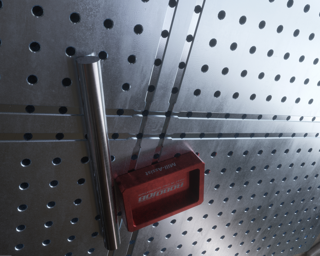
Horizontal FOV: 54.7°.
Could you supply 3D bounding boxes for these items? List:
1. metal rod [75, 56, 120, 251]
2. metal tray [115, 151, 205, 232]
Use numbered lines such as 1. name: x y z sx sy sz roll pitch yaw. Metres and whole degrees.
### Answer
1. metal rod: -0.075 0.054 0.404 0.025 0.025 0.298 -14 125 -21
2. metal tray: 0.004 0.096 0.471 0.131 0.030 0.089 -17 125 -19
